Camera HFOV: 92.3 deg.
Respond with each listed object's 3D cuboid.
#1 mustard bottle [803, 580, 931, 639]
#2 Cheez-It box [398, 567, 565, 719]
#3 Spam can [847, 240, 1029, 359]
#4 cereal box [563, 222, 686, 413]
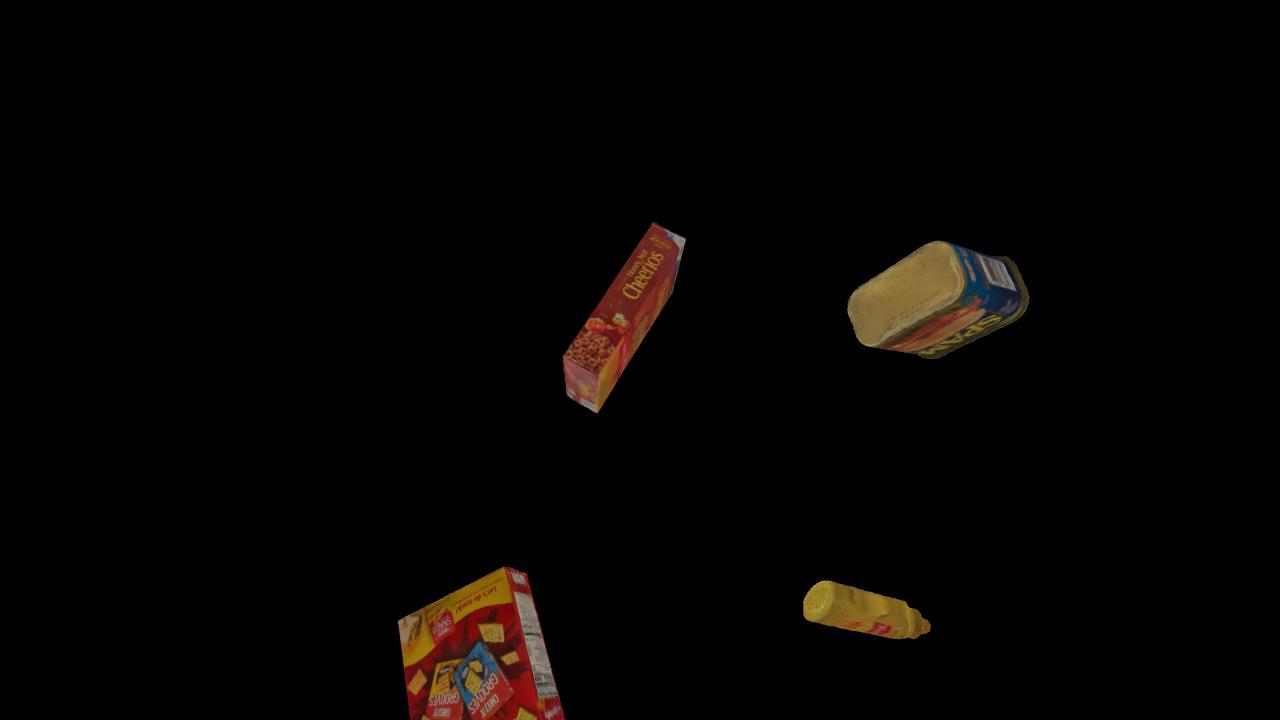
[{"bbox_3d":[0.343,0.374,0.906,0.184,0.054,0.092,16,-46,-8],"label":"mustard bottle"},{"bbox_3d":[-0.191,0.390,0.740,0.166,0.223,0.071,-29,-32,7],"label":"Cheez-It box"},{"bbox_3d":[0.231,-0.045,0.484,0.085,0.058,0.101,7,-29,-32],"label":"Spam can"},{"bbox_3d":[-0.027,-0.072,1.111,0.081,0.306,0.203,30,-22,7],"label":"cereal box"}]
